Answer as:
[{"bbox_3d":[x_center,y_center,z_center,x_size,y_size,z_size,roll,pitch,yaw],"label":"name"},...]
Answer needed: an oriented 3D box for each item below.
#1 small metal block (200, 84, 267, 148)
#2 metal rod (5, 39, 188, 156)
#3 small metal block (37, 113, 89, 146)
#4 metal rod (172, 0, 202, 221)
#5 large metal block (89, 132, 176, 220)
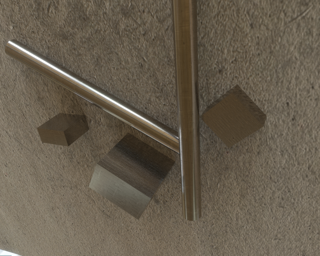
[{"bbox_3d":[0.083,-0.013,0.354,0.050,0.025,0.050,46,129,-5],"label":"small metal block"},{"bbox_3d":[-0.083,-0.042,0.422,0.301,0.025,0.025,30,128,8],"label":"metal rod"},{"bbox_3d":[-0.145,0.001,0.465,0.050,0.050,0.025,6,121,25],"label":"small metal block"},{"bbox_3d":[0.032,-0.023,0.353,0.025,0.025,0.298,6,115,24],"label":"metal rod"},{"bbox_3d":[-0.037,0.064,0.429,0.080,0.080,0.050,32,128,7],"label":"large metal block"}]
